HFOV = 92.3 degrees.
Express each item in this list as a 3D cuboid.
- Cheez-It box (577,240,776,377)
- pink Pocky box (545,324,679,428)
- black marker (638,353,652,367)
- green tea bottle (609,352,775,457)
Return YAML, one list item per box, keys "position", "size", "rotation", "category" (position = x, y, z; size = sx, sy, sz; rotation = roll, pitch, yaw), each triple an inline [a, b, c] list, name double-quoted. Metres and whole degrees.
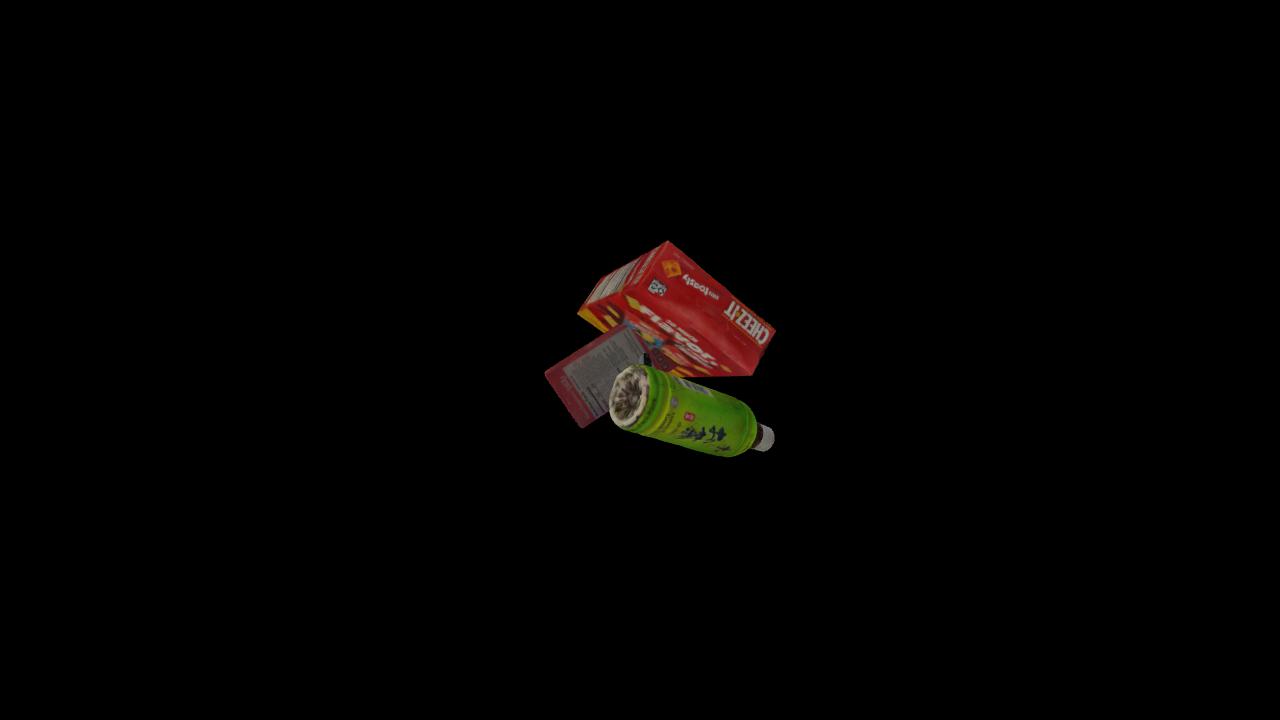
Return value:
- position: [0.034, -0.049, 0.754]
  size: [0.166, 0.071, 0.223]
  rotation: [36, -15, -17]
  category: "Cheez-It box"
- position: [-0.032, 0.009, 0.765]
  size: [0.155, 0.084, 0.029]
  rotation: [-33, 17, -4]
  category: "pink Pocky box"
- position: [0.005, -0.016, 0.768]
  size: [0.020, 0.121, 0.020]
  rotation: [-1, -22, 0]
  category: "black marker"
- position: [0.068, 0.064, 0.671]
  size: [0.212, 0.073, 0.073]
  rotation: [18, -10, -33]
  category: "green tea bottle"
